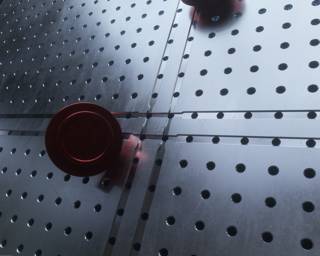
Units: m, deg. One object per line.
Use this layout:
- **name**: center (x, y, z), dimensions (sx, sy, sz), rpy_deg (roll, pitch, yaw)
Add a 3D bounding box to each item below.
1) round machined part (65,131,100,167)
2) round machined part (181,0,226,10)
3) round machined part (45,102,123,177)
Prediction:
- **round machined part**: center (-0.124, 0.008, 0.455), dimensions (0.098, 0.042, 0.098), rpy_deg (-13, 56, 20)
- **round machined part**: center (0.077, -0.230, 0.497), dimensions (0.098, 0.042, 0.098), rpy_deg (-13, 56, 20)
- **round machined part**: center (-0.097, 0.014, 0.401), dimensions (0.098, 0.098, 0.042), rpy_deg (-58, 11, -13)
